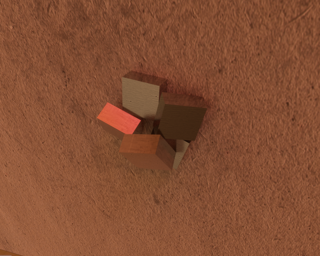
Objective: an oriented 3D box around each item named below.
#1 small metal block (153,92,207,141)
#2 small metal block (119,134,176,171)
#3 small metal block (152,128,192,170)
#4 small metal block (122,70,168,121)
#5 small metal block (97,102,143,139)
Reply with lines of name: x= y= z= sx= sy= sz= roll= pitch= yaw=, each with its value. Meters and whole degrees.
small metal block: x=0.023 y=-0.013 z=0.373 sx=0.050 sy=0.025 sz=0.050 roll=5 pitch=128 yaw=-15
small metal block: x=-0.015 y=0.030 z=0.386 sx=0.050 sy=0.025 sz=0.050 roll=0 pitch=151 yaw=28
small metal block: x=0.013 y=0.020 z=0.413 sx=0.050 sy=0.025 sz=0.050 roll=29 pitch=128 yaw=9
small metal block: x=-0.019 y=-0.041 z=0.392 sx=0.050 sy=0.025 sz=0.050 roll=16 pitch=125 yaw=18
small metal block: x=-0.052 y=-0.004 z=0.417 sx=0.050 sy=0.025 sz=0.050 roll=29 pitch=164 yaw=8
